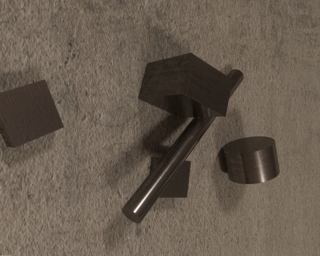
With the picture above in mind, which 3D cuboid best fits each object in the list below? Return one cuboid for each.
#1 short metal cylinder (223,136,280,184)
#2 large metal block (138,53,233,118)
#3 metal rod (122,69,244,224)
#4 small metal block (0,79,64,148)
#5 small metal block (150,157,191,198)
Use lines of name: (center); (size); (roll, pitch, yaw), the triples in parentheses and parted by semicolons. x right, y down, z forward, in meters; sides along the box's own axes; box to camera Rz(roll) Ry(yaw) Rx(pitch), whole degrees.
short metal cylinder: (0.145, 0.049, 0.494); (0.081, 0.080, 0.050); (-22, 104, -38)
large metal block: (0.033, -0.050, 0.398); (0.080, 0.080, 0.050); (21, 77, -38)
metal rod: (0.048, 0.004, 0.424); (0.301, 0.025, 0.025); (-49, 120, -37)
small metal block: (-0.129, -0.014, 0.298); (0.050, 0.025, 0.050); (-28, 108, -37)
small metal block: (0.013, 0.067, 0.418); (0.050, 0.025, 0.050); (11, 83, -40)
